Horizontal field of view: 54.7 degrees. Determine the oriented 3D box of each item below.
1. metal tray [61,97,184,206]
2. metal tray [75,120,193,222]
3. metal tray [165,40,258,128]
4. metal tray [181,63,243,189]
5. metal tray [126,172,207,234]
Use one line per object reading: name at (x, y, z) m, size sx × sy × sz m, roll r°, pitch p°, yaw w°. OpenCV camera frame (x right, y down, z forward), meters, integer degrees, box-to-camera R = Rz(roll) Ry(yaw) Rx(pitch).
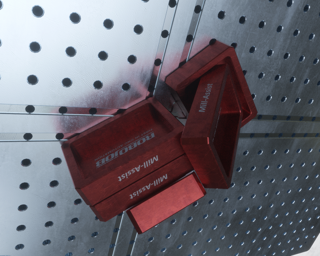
metal tray at (-0.041, 0.021, 0.360) m, size 0.131 × 0.090 × 0.030 m, roll -29°, pitch 129°, yaw -11°
metal tray at (-0.031, 0.044, 0.378) m, size 0.131 × 0.090 × 0.030 m, roll -29°, pitch 129°, yaw -11°
metal tray at (0.075, -0.041, 0.424) m, size 0.090 × 0.030 × 0.130 m, roll -38°, pitch 130°, yaw -3°
metal tray at (0.069, -0.004, 0.375) m, size 0.090 × 0.030 × 0.130 m, roll 61°, pitch 37°, yaw -39°
metal tray at (0.000, 0.092, 0.410) m, size 0.090 × 0.130 × 0.030 m, roll -28°, pitch 87°, yaw -10°
